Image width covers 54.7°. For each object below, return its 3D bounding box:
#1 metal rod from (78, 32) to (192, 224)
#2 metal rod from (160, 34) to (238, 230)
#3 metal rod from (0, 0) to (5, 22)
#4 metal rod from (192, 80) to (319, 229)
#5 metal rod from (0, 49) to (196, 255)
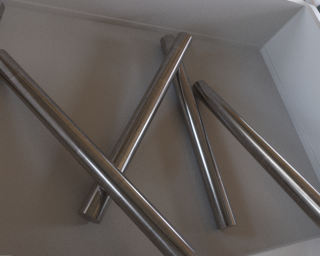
[{"bbox_3d":[-0.017,-0.023,0.394,0.025,0.025,0.300,31,57,-9],"label":"metal rod"},{"bbox_3d":[0.047,-0.011,0.439,0.025,0.025,0.299,-1,62,-29],"label":"metal rod"},{"bbox_3d":[-0.205,-0.026,0.310,0.025,0.025,0.299,13,56,-22],"label":"metal rod"},{"bbox_3d":[0.119,0.024,0.375,0.025,0.025,0.300,0,35,-29],"label":"metal rod"},{"bbox_3d":[-0.081,0.021,0.321,0.300,0.025,0.025,44,50,13],"label":"metal rod"}]
